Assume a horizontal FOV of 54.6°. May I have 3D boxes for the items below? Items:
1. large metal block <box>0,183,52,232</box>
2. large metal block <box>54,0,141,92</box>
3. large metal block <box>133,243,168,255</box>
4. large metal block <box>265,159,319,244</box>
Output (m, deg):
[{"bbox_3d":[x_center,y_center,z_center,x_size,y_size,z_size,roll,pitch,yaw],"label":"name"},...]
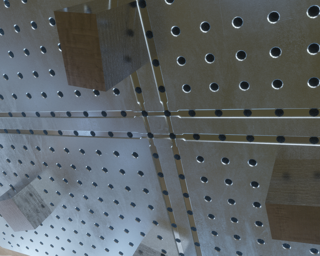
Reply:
[{"bbox_3d":[-0.291,0.169,0.654,0.080,0.050,0.080,-18,109,35],"label":"large metal block"},{"bbox_3d":[-0.065,-0.097,0.351,0.050,0.080,0.080,12,124,22],"label":"large metal block"},{"bbox_3d":[-0.015,0.272,0.572,0.080,0.050,0.079,19,126,17],"label":"large metal block"},{"bbox_3d":[0.165,0.077,0.336,0.080,0.080,0.050,-4,117,30],"label":"large metal block"}]
